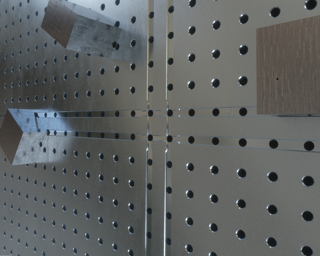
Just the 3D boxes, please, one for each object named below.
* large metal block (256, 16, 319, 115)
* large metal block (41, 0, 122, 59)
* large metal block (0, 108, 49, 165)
[{"bbox_3d":[0.136,-0.053,0.281,0.080,0.050,0.080,0,90,40],"label":"large metal block"},{"bbox_3d":[-0.120,-0.153,0.474,0.080,0.081,0.050,41,115,32],"label":"large metal block"},{"bbox_3d":[-0.278,0.017,0.625,0.080,0.050,0.080,43,116,31],"label":"large metal block"}]
